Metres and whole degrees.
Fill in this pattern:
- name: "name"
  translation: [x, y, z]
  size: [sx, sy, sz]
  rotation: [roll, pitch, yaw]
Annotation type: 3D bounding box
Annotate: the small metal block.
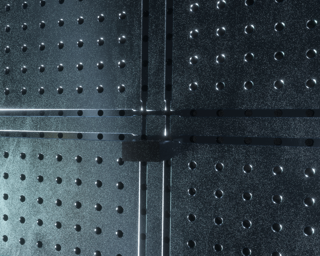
- name: "small metal block"
  translation: [-0.016, 0.029, 0.404]
  size: [0.050, 0.050, 0.025]
  rotation: [-1, 90, 19]
